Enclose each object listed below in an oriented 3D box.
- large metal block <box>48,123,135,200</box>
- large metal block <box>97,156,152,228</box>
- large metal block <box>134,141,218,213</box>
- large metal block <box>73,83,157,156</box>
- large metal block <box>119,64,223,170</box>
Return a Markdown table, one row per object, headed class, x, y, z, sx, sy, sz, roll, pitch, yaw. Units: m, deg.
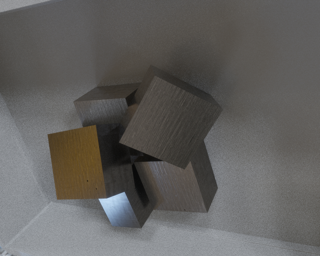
| class | x | y | z | sx | sy | sz | roll | pitch | yaw |
| --- | --- | --- | --- | --- | --- | --- | --- | --- | --- |
| large metal block | -0.083 | 0.040 | 0.373 | 0.080 | 0.050 | 0.080 | -10 | 88 | 32 |
| large metal block | -0.043 | 0.083 | 0.443 | 0.050 | 0.080 | 0.080 | -7 | 115 | 31 |
| large metal block | 0.023 | 0.064 | 0.414 | 0.080 | 0.050 | 0.080 | -5 | 116 | 30 |
| large metal block | -0.055 | -0.011 | 0.412 | 0.080 | 0.050 | 0.080 | -1 | 118 | 28 |
| large metal block | 0.009 | -0.012 | 0.344 | 0.080 | 0.050 | 0.080 | 24 | 109 | -17 |
